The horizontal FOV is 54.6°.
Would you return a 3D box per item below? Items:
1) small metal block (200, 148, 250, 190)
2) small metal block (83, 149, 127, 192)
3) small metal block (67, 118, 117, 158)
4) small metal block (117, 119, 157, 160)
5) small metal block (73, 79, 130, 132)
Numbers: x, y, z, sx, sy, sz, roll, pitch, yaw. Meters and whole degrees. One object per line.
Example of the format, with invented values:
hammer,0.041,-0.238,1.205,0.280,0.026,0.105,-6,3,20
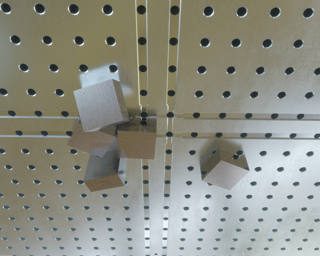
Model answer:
small metal block,0.096,0.063,0.465,0.050,0.025,0.050,22,127,-18
small metal block,-0.077,0.060,0.446,0.050,0.050,0.025,-12,129,10
small metal block,-0.090,0.008,0.414,0.050,0.025,0.050,22,133,-18
small metal block,-0.031,0.016,0.424,0.050,0.025,0.050,3,130,-3
small metal block,-0.069,-0.026,0.371,0.050,0.025,0.050,-16,87,12
